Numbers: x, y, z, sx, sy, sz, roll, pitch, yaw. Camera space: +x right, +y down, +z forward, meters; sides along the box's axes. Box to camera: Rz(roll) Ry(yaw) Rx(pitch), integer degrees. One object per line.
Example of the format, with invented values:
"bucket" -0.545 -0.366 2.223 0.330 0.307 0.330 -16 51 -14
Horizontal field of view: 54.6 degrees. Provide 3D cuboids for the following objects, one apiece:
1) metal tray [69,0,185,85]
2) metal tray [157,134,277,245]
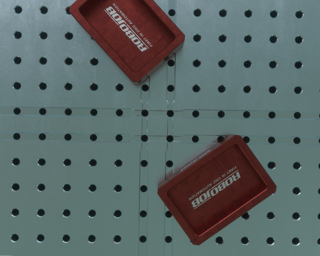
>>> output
"metal tray" -0.042 -0.134 0.410 0.090 0.030 0.130 -42 90 0
"metal tray" 0.073 0.079 0.411 0.130 0.030 0.090 -35 90 0
